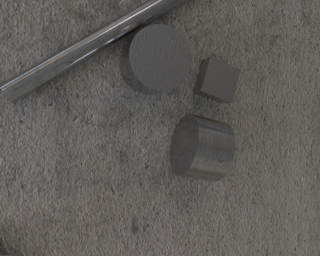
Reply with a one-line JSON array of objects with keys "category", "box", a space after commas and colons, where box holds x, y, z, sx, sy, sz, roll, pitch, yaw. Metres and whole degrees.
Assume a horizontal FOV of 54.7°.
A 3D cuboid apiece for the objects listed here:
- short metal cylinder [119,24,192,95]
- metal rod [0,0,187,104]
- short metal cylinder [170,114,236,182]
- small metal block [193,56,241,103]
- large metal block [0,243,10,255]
[{"category": "short metal cylinder", "box": [-0.006, -0.084, 0.393, 0.081, 0.050, 0.079, 0, 90, -20]}, {"category": "metal rod", "box": [-0.055, -0.122, 0.388, 0.301, 0.025, 0.025, -36, 102, -17]}, {"category": "short metal cylinder", "box": [0.052, 0.026, 0.399, 0.050, 0.080, 0.080, 13, 86, -20]}, {"category": "small metal block", "box": [0.080, -0.066, 0.438, 0.050, 0.025, 0.050, 18, 84, -19]}, {"category": "large metal block", "box": [-0.197, 0.169, 0.323, 0.080, 0.050, 0.080, -35, 102, -17]}]
